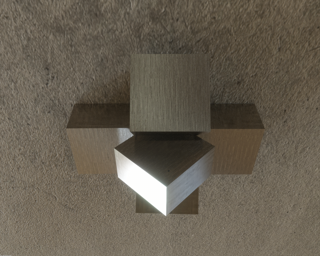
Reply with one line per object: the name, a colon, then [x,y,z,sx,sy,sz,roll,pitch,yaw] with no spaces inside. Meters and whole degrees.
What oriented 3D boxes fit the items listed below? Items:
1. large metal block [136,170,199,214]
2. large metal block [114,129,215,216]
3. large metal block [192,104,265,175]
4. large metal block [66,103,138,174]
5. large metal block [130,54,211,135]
large metal block: [0.009,0.087,0.439,0.081,0.080,0.050,2,87,-1]
large metal block: [0.005,0.041,0.364,0.080,0.081,0.050,32,140,32]
large metal block: [0.081,0.015,0.403,0.081,0.050,0.079,0,130,-1]
large metal block: [-0.068,0.014,0.403,0.081,0.050,0.079,0,130,0]
large metal block: [0.010,-0.034,0.337,0.081,0.080,0.050,0,174,0]
